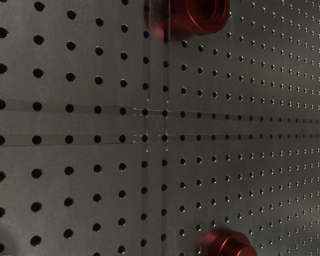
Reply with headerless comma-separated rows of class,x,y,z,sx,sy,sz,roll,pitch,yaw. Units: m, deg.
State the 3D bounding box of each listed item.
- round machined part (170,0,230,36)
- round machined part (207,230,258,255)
round machined part,0.053,-0.181,0.444,0.099,0.042,0.097,0,90,-40
round machined part,0.123,0.221,0.505,0.099,0.042,0.097,0,90,-40
